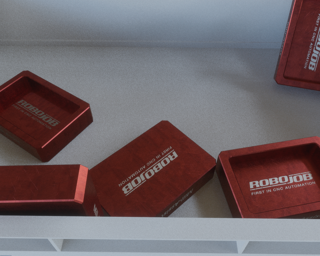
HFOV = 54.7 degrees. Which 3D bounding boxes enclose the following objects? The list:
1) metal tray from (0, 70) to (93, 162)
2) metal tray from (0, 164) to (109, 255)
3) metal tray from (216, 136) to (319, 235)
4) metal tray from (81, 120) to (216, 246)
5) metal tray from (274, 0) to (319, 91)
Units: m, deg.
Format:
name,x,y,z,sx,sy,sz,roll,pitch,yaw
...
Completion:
name,x,y,z,sx,sy,sz,roll,pitch,yaw
metal tray,-0.169,-0.021,0.417,0.130,0.030,0.090,28,55,21
metal tray,-0.099,0.080,0.269,0.091,0.129,0.030,-1,50,-1
metal tray,0.139,0.061,0.350,0.131,0.030,0.090,-8,51,-7
metal tray,-0.012,0.056,0.355,0.131,0.030,0.090,-35,58,-26
metal tray,0.224,-0.121,0.442,0.090,0.129,0.030,12,17,11
